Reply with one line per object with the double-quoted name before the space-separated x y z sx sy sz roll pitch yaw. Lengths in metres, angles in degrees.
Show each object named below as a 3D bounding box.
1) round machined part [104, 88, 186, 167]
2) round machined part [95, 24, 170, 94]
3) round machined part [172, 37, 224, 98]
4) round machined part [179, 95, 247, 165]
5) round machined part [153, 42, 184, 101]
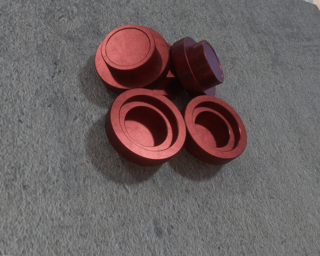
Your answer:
"round machined part" -0.021 0.003 0.383 0.099 0.042 0.098 14 56 -21
"round machined part" -0.037 -0.094 0.402 0.099 0.042 0.098 -2 69 6
"round machined part" 0.061 -0.090 0.456 0.098 0.042 0.098 41 38 -42
"round machined part" 0.067 0.006 0.428 0.099 0.042 0.098 14 56 -21
"round machined part" -0.003 -0.088 0.447 0.099 0.042 0.098 14 56 -21
